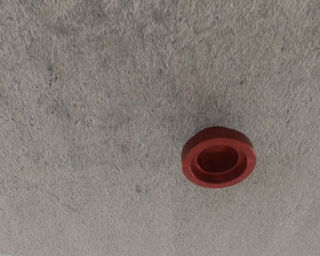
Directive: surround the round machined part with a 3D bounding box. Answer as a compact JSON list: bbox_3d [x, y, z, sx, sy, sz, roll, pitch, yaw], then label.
[{"bbox_3d":[0.078,0.036,0.427,0.099,0.042,0.097,0,130,0],"label":"round machined part"}]
